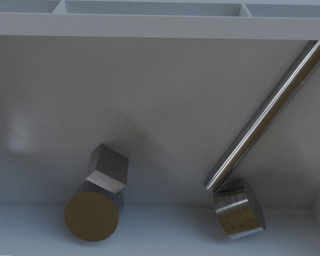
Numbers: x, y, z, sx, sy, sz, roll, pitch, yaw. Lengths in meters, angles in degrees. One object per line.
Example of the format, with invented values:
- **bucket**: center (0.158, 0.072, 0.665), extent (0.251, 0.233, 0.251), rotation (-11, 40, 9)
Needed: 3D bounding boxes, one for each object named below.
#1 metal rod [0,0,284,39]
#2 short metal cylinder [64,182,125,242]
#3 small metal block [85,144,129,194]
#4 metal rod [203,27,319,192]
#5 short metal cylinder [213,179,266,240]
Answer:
- **metal rod**: center (-0.028, -0.112, 0.313), extent (0.302, 0.025, 0.025), rotation (3, 130, -3)
- **short metal cylinder**: center (-0.099, 0.125, 0.477), extent (0.080, 0.050, 0.079), rotation (1, 101, 3)
- **small metal block**: center (-0.074, 0.058, 0.441), extent (0.050, 0.050, 0.025), rotation (33, 122, -26)
- **metal rod**: center (0.135, -0.016, 0.397), extent (0.025, 0.025, 0.298), rotation (17, 128, -14)
- **short metal cylinder**: center (0.124, 0.127, 0.483), extent (0.050, 0.080, 0.080), rotation (-26, 126, 20)
